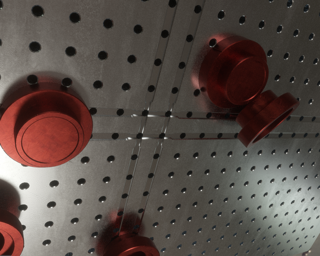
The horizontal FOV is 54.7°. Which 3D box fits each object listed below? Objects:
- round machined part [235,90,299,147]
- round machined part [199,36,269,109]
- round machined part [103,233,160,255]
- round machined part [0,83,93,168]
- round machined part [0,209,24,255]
[{"bbox_3d":[0.151,-0.018,0.456,0.098,0.042,0.098,-34,161,-14],"label":"round machined part"},{"bbox_3d":[0.106,-0.070,0.417,0.099,0.042,0.097,-14,124,-21],"label":"round machined part"},{"bbox_3d":[-0.053,0.212,0.504,0.099,0.042,0.097,-14,124,-21],"label":"round machined part"},{"bbox_3d":[-0.122,0.004,0.337,0.099,0.042,0.097,-14,124,-21],"label":"round machined part"},{"bbox_3d":[-0.215,0.130,0.363,0.099,0.042,0.097,-14,125,-21],"label":"round machined part"}]
